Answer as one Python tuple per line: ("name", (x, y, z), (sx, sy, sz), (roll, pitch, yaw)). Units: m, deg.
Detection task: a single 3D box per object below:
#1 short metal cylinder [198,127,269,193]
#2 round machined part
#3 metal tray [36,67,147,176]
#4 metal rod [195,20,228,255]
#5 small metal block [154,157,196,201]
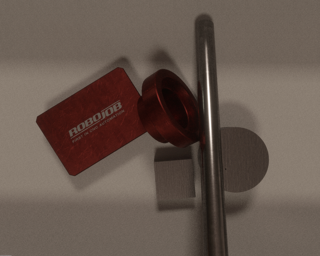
("short metal cylinder", (0.092, 0.039, 0.400), (0.081, 0.050, 0.079), (0, 90, -1))
("round machined part", (0.010, -0.020, 0.382), (0.042, 0.099, 0.098), (-29, 90, 29))
("metal tray", (-0.081, -0.008, 0.408), (0.130, 0.030, 0.090), (-32, 90, -1))
("metal rod", (0.059, 0.004, 0.364), (0.025, 0.025, 0.299), (0, 71, -1))
("small metal block", (0.019, 0.067, 0.412), (0.050, 0.025, 0.050), (-5, 90, -1))
